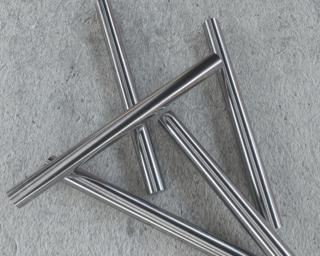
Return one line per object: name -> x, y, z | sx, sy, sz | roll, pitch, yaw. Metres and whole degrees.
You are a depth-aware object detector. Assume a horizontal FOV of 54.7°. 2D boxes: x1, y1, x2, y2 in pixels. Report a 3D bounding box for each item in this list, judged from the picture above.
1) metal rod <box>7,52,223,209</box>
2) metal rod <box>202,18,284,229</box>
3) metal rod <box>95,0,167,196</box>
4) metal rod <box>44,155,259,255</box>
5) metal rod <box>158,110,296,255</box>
metal rod -> -0.045, -0.005, 0.381 | 0.301, 0.025, 0.025 | -35, 74, -12
metal rod -> 0.104, -0.019, 0.415 | 0.025, 0.025, 0.299 | -10, 70, -4
metal rod -> -0.046, -0.056, 0.427 | 0.025, 0.025, 0.299 | -15, 71, -6
metal rod -> -0.004, 0.107, 0.368 | 0.301, 0.025, 0.025 | 24, 72, 8
metal rod -> 0.095, 0.094, 0.360 | 0.025, 0.025, 0.300 | -34, 68, -12
